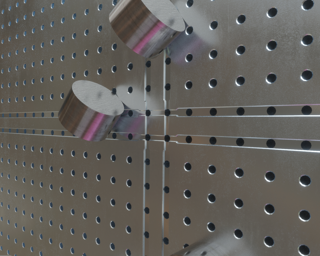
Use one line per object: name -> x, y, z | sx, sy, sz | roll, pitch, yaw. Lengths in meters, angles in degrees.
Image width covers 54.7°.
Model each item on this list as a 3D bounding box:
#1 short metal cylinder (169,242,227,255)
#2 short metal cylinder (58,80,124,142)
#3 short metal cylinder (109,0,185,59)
short metal cylinder -> 0.042, 0.179, 0.357 | 0.080, 0.050, 0.079 | 0, 90, 39
short metal cylinder -> -0.100, -0.026, 0.454 | 0.080, 0.081, 0.050 | 50, 119, 28
short metal cylinder -> -0.015, -0.134, 0.384 | 0.050, 0.081, 0.080 | -39, 67, 33
